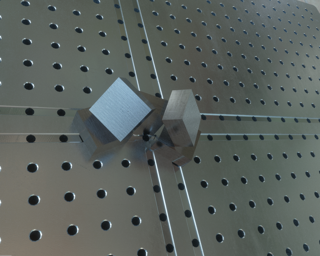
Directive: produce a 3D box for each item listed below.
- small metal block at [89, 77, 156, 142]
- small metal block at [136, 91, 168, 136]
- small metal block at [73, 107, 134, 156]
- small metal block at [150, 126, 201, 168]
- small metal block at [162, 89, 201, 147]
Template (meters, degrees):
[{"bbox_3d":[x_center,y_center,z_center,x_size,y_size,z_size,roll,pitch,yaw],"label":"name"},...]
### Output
[{"bbox_3d":[-0.041,-0.021,0.348,0.050,0.050,0.025,45,12,3],"label":"small metal block"},{"bbox_3d":[-0.021,-0.018,0.393,0.050,0.050,0.025,17,55,-19],"label":"small metal block"},{"bbox_3d":[-0.069,-0.001,0.373,0.050,0.025,0.050,-21,73,-36],"label":"small metal block"},{"bbox_3d":[0.022,0.016,0.412,0.050,0.025,0.050,31,51,-9],"label":"small metal block"},{"bbox_3d":[0.028,-0.012,0.382,0.050,0.025,0.050,64,35,-43],"label":"small metal block"}]
